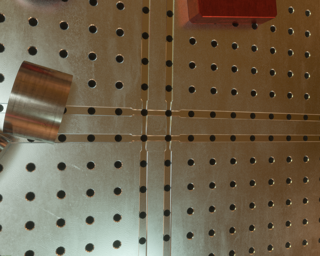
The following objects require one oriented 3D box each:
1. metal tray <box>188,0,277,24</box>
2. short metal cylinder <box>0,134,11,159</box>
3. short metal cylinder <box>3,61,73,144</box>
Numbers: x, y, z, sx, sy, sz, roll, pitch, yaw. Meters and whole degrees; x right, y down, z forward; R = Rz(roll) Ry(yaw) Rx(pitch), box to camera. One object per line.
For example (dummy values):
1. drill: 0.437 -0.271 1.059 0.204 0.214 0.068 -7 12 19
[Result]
1. metal tray: 0.104 -0.200 0.448 0.131 0.030 0.089 -7 93 -20
2. short metal cylinder: -0.197 0.033 0.311 0.050 0.080 0.080 34 79 -17
3. short metal cylinder: -0.130 -0.026 0.335 0.050 0.080 0.080 16 85 -19
